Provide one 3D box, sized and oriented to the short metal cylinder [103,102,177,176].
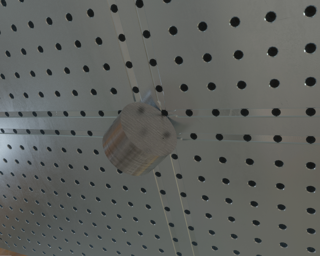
[{"bbox_3d":[-0.026,0.014,0.395,0.080,0.080,0.050,42,129,-1],"label":"short metal cylinder"}]
